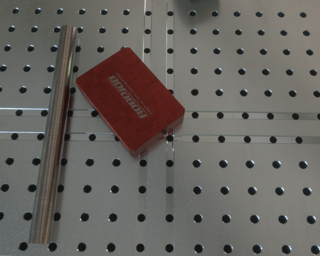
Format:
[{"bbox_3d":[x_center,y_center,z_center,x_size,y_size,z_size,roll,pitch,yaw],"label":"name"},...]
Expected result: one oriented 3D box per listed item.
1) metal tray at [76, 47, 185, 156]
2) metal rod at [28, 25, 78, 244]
[{"bbox_3d":[-0.040,-0.038,0.423,0.090,0.030,0.130,-37,74,-13],"label":"metal tray"},{"bbox_3d":[-0.138,-0.006,0.412,0.025,0.025,0.299,1,70,0],"label":"metal rod"}]
